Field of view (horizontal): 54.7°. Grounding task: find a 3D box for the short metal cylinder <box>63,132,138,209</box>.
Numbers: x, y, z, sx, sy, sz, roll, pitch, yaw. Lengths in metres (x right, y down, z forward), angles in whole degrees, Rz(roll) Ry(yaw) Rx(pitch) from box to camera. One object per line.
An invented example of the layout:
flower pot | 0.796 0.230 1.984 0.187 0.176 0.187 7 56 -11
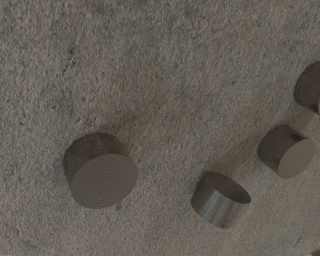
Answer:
short metal cylinder | -0.074 0.052 0.382 0.081 0.050 0.079 -14 124 -21

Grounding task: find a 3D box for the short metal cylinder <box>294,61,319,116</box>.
short metal cylinder | 0.265 -0.062 0.497 0.081 0.050 0.079 -14 124 -21

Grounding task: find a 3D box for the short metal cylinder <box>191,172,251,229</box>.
short metal cylinder | 0.096 0.114 0.494 0.081 0.080 0.050 14 111 -34

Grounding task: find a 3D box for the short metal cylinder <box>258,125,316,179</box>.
short metal cylinder | 0.218 0.041 0.535 0.081 0.050 0.079 -14 124 -21
